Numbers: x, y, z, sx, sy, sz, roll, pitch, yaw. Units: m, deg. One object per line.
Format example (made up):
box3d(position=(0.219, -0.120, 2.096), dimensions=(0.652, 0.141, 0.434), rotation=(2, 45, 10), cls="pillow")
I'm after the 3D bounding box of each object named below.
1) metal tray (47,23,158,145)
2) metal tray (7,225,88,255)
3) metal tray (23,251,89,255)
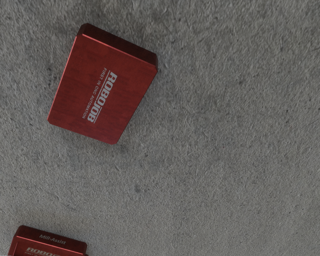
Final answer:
box3d(position=(-0.070, -0.045, 0.365), dimensions=(0.091, 0.030, 0.129), rotation=(21, 127, -17), cls="metal tray")
box3d(position=(-0.215, 0.243, 0.585), dimensions=(0.131, 0.030, 0.089), rotation=(20, 111, -11), cls="metal tray")
box3d(position=(-0.219, 0.300, 0.657), dimensions=(0.131, 0.030, 0.089), rotation=(5, 130, -5), cls="metal tray")
